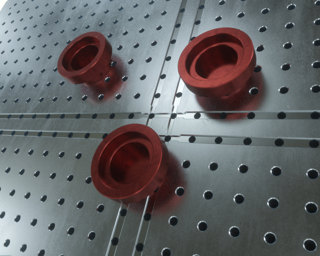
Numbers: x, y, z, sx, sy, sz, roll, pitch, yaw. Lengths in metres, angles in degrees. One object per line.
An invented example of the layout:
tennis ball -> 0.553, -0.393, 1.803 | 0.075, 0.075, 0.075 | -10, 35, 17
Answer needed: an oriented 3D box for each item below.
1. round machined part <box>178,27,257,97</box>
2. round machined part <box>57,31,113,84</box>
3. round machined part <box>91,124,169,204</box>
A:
round machined part -> 0.077, -0.081, 0.407 | 0.098, 0.042, 0.098 | -13, 56, 21
round machined part -> -0.124, -0.115, 0.534 | 0.098, 0.042, 0.098 | -13, 56, 21
round machined part -> -0.034, 0.047, 0.387 | 0.098, 0.042, 0.098 | -13, 56, 21
